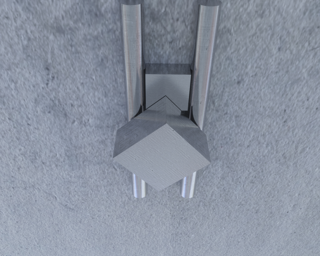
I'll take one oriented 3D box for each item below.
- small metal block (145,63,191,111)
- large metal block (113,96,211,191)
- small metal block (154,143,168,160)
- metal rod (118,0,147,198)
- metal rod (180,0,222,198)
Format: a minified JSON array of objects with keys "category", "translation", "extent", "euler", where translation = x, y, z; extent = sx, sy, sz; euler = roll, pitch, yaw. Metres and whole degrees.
[{"category":"small metal block","translation":[0.009,-0.048,0.366],"extent":[0.050,0.025,0.050],"euler":[0,130,-1]},{"category":"large metal block","translation":[0.003,0.022,0.375],"extent":[0.080,0.050,0.080],"euler":[-33,123,25]},{"category":"small metal block","translation":[0.007,0.040,0.441],"extent":[0.050,0.025,0.050],"euler":[0,130,-1]},{"category":"metal rod","translation":[-0.030,-0.011,0.400],"extent":[0.025,0.025,0.298],"euler":[0,130,-1]},{"category":"metal rod","translation":[0.046,-0.011,0.401],"extent":[0.025,0.025,0.298],"euler":[0,130,-1]}]
